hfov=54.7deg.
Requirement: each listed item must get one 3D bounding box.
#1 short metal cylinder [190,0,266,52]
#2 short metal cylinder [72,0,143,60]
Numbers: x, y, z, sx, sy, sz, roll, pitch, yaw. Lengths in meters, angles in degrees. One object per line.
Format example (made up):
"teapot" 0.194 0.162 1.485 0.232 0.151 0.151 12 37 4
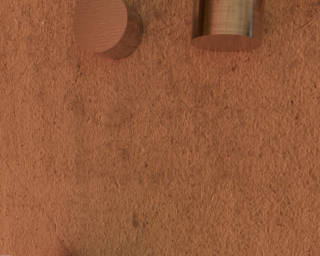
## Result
"short metal cylinder" 0.076 -0.121 0.353 0.080 0.080 0.050 4 92 20
"short metal cylinder" -0.070 -0.137 0.420 0.080 0.050 0.080 0 90 20
